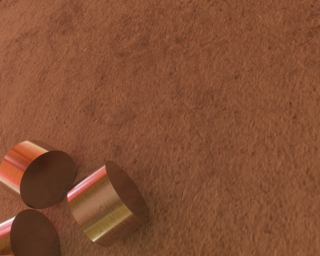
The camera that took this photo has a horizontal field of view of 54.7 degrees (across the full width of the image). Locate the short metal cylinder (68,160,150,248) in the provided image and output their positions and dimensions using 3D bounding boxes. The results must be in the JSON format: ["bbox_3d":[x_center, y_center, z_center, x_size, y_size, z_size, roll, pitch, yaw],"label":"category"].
[{"bbox_3d":[-0.056,0.083,0.345,0.050,0.080,0.080,-36,51,4],"label":"short metal cylinder"}]

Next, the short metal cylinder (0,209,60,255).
[{"bbox_3d":[-0.165,0.143,0.365,0.050,0.080,0.080,-28,53,11],"label":"short metal cylinder"}]

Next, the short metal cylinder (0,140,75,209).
[{"bbox_3d":[-0.162,0.061,0.414,0.050,0.080,0.080,18,71,34],"label":"short metal cylinder"}]
